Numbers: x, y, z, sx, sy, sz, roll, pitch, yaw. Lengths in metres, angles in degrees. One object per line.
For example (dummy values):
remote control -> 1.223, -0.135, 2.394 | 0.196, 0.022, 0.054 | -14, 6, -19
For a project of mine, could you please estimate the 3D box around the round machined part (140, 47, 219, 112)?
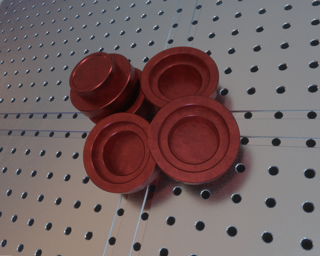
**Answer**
round machined part -> 0.027, -0.055, 0.404 | 0.099, 0.042, 0.098 | -4, 63, 8

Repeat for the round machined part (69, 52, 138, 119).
round machined part -> -0.084, -0.065, 0.425 | 0.098, 0.042, 0.098 | -13, 56, 20

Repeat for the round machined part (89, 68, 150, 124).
round machined part -> -0.052, -0.036, 0.445 | 0.098, 0.042, 0.098 | -13, 56, 20

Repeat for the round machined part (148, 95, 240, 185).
round machined part -> 0.038, 0.015, 0.352 | 0.099, 0.042, 0.098 | -2, 74, 6

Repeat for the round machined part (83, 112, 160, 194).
round machined part -> -0.042, 0.033, 0.386 | 0.098, 0.042, 0.098 | -4, 75, 16
